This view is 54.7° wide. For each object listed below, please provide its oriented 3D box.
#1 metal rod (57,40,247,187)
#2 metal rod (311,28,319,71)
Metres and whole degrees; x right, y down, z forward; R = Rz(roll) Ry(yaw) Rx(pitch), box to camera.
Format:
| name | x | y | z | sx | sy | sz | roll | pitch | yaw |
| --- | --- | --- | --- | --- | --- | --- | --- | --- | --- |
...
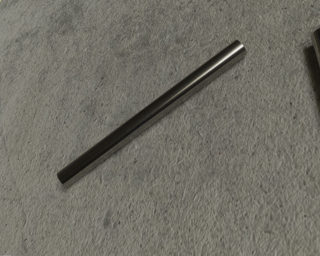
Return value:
| name | x | y | z | sx | sy | sz | roll | pitch | yaw |
| --- | --- | --- | --- | --- | --- | --- | --- | --- | --- |
| metal rod | -0.013 | -0.018 | 0.420 | 0.300 | 0.025 | 0.025 | -36 | 51 | 3 |
| metal rod | 0.187 | 0.018 | 0.294 | 0.025 | 0.025 | 0.299 | -11 | 57 | 22 |
